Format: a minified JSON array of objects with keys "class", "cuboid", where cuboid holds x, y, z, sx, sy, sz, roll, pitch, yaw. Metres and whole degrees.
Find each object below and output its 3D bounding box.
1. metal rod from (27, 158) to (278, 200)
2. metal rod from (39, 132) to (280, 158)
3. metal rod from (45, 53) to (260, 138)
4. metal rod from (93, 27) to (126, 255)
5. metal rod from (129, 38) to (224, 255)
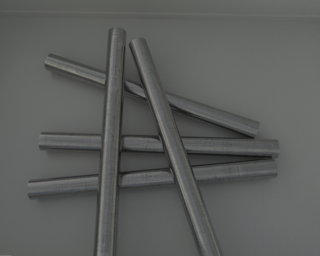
[{"class":"metal rod","cuboid":[-0.007,0.063,0.385,0.302,0.025,0.025,-5,70,-2]},{"class":"metal rod","cuboid":[-0.001,0.022,0.400,0.302,0.025,0.025,2,70,0]},{"class":"metal rod","cuboid":[-0.015,-0.045,0.424,0.301,0.025,0.025,19,71,6]},{"class":"metal rod","cuboid":[-0.059,0.009,0.377,0.025,0.025,0.299,0,70,0]},{"class":"metal rod","cuboid":[0.015,0.019,0.375,0.025,0.025,0.299,-17,71,-6]}]
